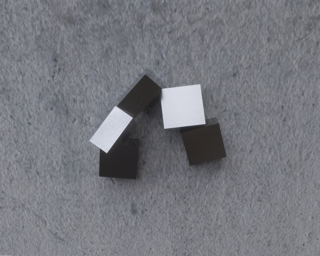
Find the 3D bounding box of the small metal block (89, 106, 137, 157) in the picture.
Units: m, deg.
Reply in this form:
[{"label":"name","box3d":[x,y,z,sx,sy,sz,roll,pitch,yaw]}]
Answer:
[{"label":"small metal block","box3d":[-0.055,0.006,0.380,0.025,0.050,0.050,35,82,7]}]

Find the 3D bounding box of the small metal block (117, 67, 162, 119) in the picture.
[{"label":"small metal block","box3d":[-0.024,-0.044,0.380,0.025,0.050,0.050,40,105,-14]}]

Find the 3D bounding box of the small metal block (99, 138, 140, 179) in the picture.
[{"label":"small metal block","box3d":[-0.055,0.040,0.424,0.050,0.025,0.050,5,110,-2]}]

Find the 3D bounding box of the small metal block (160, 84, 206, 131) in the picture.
[{"label":"small metal block","box3d":[0.028,-0.025,0.390,0.050,0.025,0.050,-7,82,2]}]

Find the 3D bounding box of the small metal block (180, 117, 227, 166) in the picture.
[{"label":"small metal block","box3d":[0.058,0.018,0.417,0.050,0.025,0.050,-15,110,5]}]
